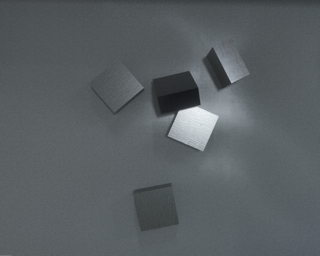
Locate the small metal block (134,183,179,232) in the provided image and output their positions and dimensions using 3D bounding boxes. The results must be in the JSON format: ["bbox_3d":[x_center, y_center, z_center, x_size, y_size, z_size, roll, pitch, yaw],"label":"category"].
[{"bbox_3d":[-0.005,0.104,0.411,0.050,0.025,0.050,-11,90,-1],"label":"small metal block"}]

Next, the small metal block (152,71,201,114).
[{"bbox_3d":[0.020,-0.046,0.397,0.050,0.050,0.025,-13,125,-1],"label":"small metal block"}]

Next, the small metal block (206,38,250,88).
[{"bbox_3d":[0.086,-0.082,0.400,0.025,0.050,0.050,-27,90,0],"label":"small metal block"}]

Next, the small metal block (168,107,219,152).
[{"bbox_3d":[0.043,-0.002,0.412,0.050,0.025,0.050,24,90,-1],"label":"small metal block"}]

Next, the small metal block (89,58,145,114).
[{"bbox_3d":[-0.056,-0.055,0.411,0.050,0.025,0.050,-41,91,0],"label":"small metal block"}]
